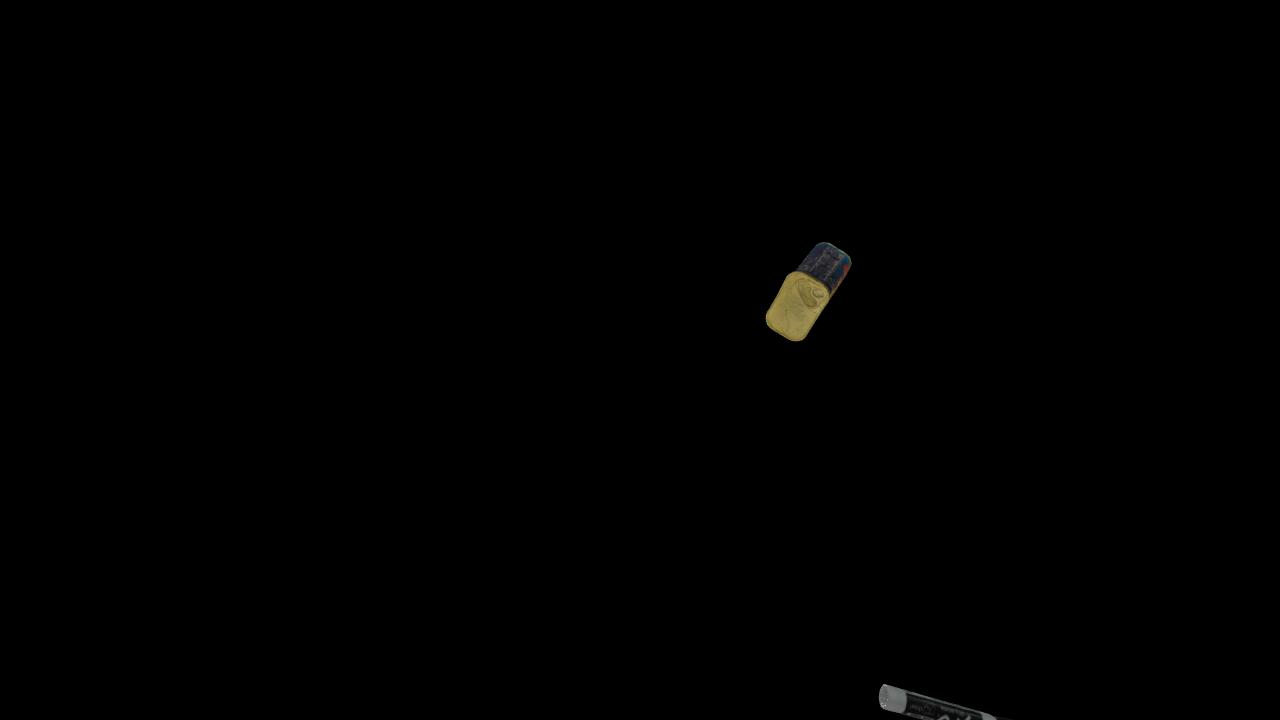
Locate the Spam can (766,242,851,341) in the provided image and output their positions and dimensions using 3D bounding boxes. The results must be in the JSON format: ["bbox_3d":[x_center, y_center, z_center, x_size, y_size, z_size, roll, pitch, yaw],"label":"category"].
[{"bbox_3d":[0.213,-0.087,0.777,0.058,0.101,0.085,34,51,12],"label":"Spam can"}]

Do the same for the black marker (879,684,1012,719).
[{"bbox_3d":[0.258,0.292,0.504,0.121,0.020,0.020,15,0,1],"label":"black marker"}]
